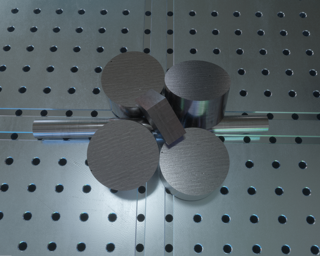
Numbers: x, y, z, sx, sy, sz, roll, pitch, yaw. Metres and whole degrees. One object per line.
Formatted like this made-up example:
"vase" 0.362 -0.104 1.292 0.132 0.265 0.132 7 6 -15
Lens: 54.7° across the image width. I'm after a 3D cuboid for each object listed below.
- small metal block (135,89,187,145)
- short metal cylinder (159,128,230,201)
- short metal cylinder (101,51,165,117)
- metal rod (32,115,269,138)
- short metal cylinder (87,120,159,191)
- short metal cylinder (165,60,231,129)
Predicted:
"small metal block" 0.000 -0.014 0.362 0.025 0.050 0.050 -35 116 -6
"short metal cylinder" 0.040 0.045 0.378 0.081 0.050 0.080 0 70 0
"short metal cylinder" -0.034 -0.054 0.414 0.081 0.050 0.080 0 70 0
"metal rod" -0.011 -0.002 0.408 0.302 0.025 0.025 -1 70 -1
"short metal cylinder" -0.041 0.030 0.370 0.081 0.050 0.079 0 90 -1
"short metal cylinder" 0.046 -0.043 0.396 0.081 0.050 0.080 0 47 0
